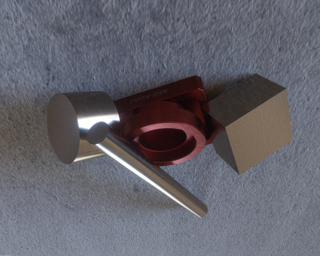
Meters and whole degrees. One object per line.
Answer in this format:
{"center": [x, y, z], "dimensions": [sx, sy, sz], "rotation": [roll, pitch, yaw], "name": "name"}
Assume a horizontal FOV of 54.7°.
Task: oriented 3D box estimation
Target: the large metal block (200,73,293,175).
{"center": [0.104, -0.005, 0.368], "dimensions": [0.080, 0.050, 0.080], "rotation": [-32, 128, -8], "name": "large metal block"}

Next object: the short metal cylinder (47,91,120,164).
{"center": [-0.090, -0.002, 0.361], "dimensions": [0.050, 0.080, 0.079], "rotation": [-10, 142, -42], "name": "short metal cylinder"}

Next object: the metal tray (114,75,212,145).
{"center": [0.002, -0.006, 0.400], "dimensions": [0.130, 0.030, 0.090], "rotation": [-16, 129, 12], "name": "metal tray"}

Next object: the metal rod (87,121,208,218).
{"center": [0.005, 0.073, 0.413], "dimensions": [0.025, 0.025, 0.300], "rotation": [-21, 144, 17], "name": "metal rod"}

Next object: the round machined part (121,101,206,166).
{"center": [0.002, 0.005, 0.370], "dimensions": [0.099, 0.042, 0.098], "rotation": [-4, 146, -3], "name": "round machined part"}
